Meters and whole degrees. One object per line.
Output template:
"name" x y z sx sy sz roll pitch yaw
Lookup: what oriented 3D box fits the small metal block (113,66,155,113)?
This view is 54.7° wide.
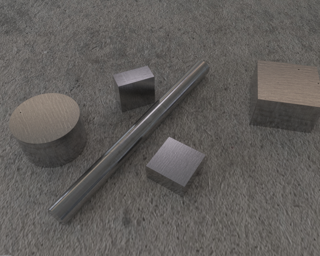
"small metal block" -0.035 -0.054 0.432 0.050 0.050 0.025 -18 53 -15

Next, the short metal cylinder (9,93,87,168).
"short metal cylinder" -0.135 0.002 0.384 0.081 0.050 0.080 0 50 0

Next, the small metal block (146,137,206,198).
"small metal block" 0.019 0.045 0.366 0.050 0.025 0.050 26 55 20

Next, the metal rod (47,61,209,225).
"metal rod" -0.021 0.000 0.403 0.025 0.025 0.301 29 55 22

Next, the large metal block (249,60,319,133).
"large metal block" 0.169 -0.045 0.426 0.080 0.050 0.080 8 51 7
